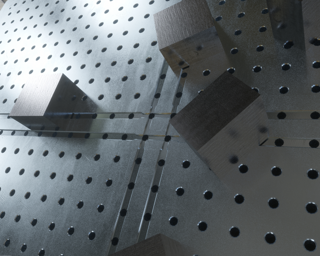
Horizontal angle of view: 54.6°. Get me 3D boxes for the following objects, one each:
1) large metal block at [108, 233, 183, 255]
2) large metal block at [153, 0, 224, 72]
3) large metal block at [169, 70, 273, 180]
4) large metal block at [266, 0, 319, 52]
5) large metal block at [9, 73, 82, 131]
[{"bbox_3d":[-0.014,0.161,0.302,0.080,0.050,0.080,-27,52,11],"label":"large metal block"},{"bbox_3d":[0.041,-0.142,0.459,0.080,0.050,0.080,-20,54,16],"label":"large metal block"},{"bbox_3d":[0.069,0.000,0.338,0.080,0.080,0.050,-42,51,0],"label":"large metal block"},{"bbox_3d":[0.180,-0.155,0.374,0.080,0.080,0.050,-45,51,-3],"label":"large metal block"},{"bbox_3d":[-0.190,-0.042,0.520,0.080,0.050,0.080,1,62,29],"label":"large metal block"}]
